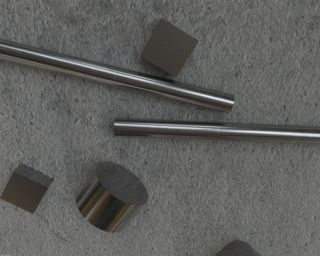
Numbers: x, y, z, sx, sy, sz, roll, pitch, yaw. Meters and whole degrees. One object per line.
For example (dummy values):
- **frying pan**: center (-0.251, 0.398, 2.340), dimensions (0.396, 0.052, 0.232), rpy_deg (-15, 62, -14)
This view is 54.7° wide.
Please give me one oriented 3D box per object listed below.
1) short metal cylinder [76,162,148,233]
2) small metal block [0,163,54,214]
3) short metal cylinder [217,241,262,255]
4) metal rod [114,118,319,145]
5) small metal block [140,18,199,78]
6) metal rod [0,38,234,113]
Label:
- **short metal cylinder**: center (-0.063, 0.091, 0.413), dimensions (0.080, 0.080, 0.050), rpy_deg (33, 107, -12)
- **small metal block**: center (-0.188, 0.086, 0.440), dimensions (0.050, 0.025, 0.050), rpy_deg (30, 107, -11)
- **short metal cylinder**: center (0.123, 0.218, 0.462), dimensions (0.080, 0.080, 0.050), rpy_deg (-43, 105, 14)
- **metal rod**: center (0.092, 0.005, 0.412), dimensions (0.302, 0.025, 0.025), rpy_deg (2, 110, -1)
- **small metal block**: center (0.011, -0.097, 0.374), dimensions (0.050, 0.025, 0.050), rpy_deg (29, 107, -10)
- **metal rod**: center (-0.056, -0.064, 0.385), dimensions (0.302, 0.025, 0.025), rpy_deg (13, 110, -5)
